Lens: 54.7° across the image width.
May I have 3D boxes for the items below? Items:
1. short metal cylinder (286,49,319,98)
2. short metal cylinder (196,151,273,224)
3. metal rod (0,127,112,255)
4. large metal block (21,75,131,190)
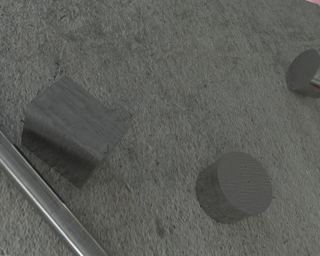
[{"bbox_3d":[0.288,-0.101,0.586,0.050,0.080,0.080,19,54,-17],"label":"short metal cylinder"},{"bbox_3d":[0.093,0.076,0.392,0.081,0.050,0.080,14,56,-21],"label":"short metal cylinder"},{"bbox_3d":[-0.144,0.035,0.304,0.300,0.025,0.025,47,51,5],"label":"metal rod"},{"bbox_3d":[-0.089,0.007,0.316,0.080,0.080,0.050,39,51,-2],"label":"large metal block"}]
